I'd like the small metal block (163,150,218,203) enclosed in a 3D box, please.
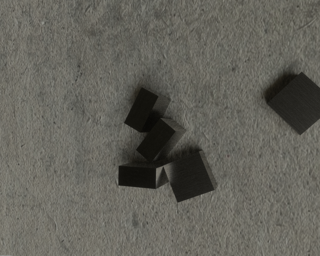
[{"bbox_3d":[0.039,0.061,0.395,0.050,0.025,0.050,-24,82,18],"label":"small metal block"}]

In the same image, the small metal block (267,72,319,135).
[{"bbox_3d":[0.160,-0.027,0.353,0.050,0.025,0.050,-45,76,14],"label":"small metal block"}]

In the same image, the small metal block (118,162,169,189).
[{"bbox_3d":[-0.020,0.060,0.403,0.050,0.050,0.025,1,91,20],"label":"small metal block"}]

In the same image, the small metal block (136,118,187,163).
[{"bbox_3d":[0.003,0.015,0.395,0.025,0.050,0.050,41,103,15],"label":"small metal block"}]

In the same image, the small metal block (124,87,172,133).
[{"bbox_3d":[-0.015,-0.022,0.401,0.025,0.050,0.050,30,100,17],"label":"small metal block"}]
